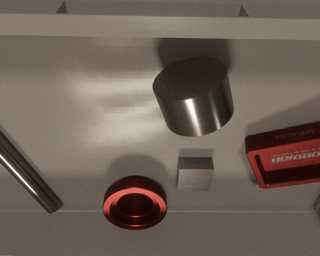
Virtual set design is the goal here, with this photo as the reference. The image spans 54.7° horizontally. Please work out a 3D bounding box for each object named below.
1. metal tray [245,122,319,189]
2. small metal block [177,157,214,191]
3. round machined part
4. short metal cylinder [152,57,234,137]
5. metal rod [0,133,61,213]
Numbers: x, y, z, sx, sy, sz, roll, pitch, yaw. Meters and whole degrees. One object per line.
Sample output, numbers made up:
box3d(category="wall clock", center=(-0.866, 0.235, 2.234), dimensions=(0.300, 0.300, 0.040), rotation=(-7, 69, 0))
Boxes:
box3d(category="metal tray", center=(0.194, 0.039, 0.427), dimensions=(0.130, 0.030, 0.090), rotation=(-13, 130, 23))
box3d(category="small metal block", center=(0.052, 0.070, 0.470), dimensions=(0.050, 0.025, 0.050), rotation=(1, 130, -1))
box3d(category="round machined part", center=(-0.039, 0.114, 0.490), dimensions=(0.099, 0.042, 0.097), rotation=(-1, 125, -2))
box3d(category="short metal cylinder", center=(0.038, -0.036, 0.343), dimensions=(0.080, 0.080, 0.050), rotation=(-13, 129, 10))
box3d(category="metal rod", center=(-0.223, 0.024, 0.426), dimensions=(0.025, 0.025, 0.299), rotation=(-14, 129, 11))
